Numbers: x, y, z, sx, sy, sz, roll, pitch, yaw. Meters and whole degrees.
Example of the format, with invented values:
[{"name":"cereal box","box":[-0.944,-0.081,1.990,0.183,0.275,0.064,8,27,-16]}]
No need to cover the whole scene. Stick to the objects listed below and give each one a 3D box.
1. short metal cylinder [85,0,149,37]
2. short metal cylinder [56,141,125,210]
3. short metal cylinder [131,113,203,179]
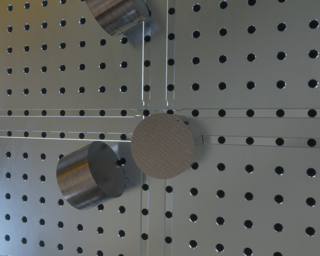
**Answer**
[{"name":"short metal cylinder","box":[-0.056,-0.167,0.403,0.050,0.080,0.080,-24,82,18]},{"name":"short metal cylinder","box":[-0.090,0.063,0.415,0.050,0.080,0.080,-25,82,18]},{"name":"short metal cylinder","box":[0.010,0.022,0.396,0.080,0.050,0.079,0,90,20]}]
